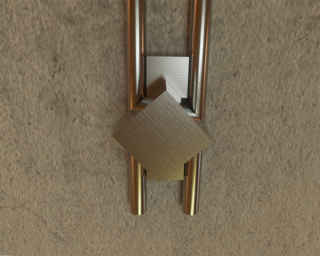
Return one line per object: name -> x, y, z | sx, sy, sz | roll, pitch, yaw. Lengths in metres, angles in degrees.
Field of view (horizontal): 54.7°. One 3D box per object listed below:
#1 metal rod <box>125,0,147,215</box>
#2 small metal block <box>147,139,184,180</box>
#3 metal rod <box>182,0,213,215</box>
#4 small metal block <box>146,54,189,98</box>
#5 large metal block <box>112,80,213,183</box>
metal rod -> -0.030, -0.019, 0.404 | 0.025, 0.025, 0.298 | 0, 110, -1
small metal block -> 0.007, 0.043, 0.426 | 0.050, 0.025, 0.050 | 1, 110, -1
metal rod -> 0.047, -0.018, 0.405 | 0.025, 0.025, 0.298 | 0, 110, -1
small metal block -> 0.009, -0.065, 0.386 | 0.050, 0.025, 0.050 | 1, 110, -1
large metal block -> 0.003, 0.004, 0.370 | 0.080, 0.050, 0.080 | -39, 106, 13
